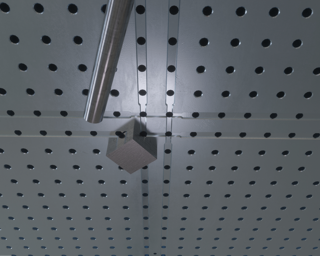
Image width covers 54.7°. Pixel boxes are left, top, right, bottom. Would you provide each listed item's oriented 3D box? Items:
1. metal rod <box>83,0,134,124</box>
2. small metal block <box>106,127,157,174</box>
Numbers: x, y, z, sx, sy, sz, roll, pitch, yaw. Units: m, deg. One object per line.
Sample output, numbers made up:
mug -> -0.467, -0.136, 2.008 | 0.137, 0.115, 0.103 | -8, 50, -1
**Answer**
metal rod -> -0.040, -0.122, 0.307 | 0.025, 0.025, 0.298 | 14, 129, -12
small metal block -> -0.039, 0.033, 0.440 | 0.050, 0.025, 0.050 | -32, 124, 24
